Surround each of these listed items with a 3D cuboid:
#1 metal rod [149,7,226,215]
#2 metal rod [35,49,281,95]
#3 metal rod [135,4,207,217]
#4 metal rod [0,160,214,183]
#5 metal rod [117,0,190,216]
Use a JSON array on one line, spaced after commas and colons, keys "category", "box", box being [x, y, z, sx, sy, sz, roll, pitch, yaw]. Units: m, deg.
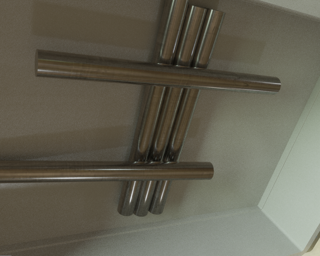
[{"category": "metal rod", "box": [0.028, -0.005, 0.418, 0.025, 0.025, 0.298, 1, 118, -29]}, {"category": "metal rod", "box": [0.022, -0.058, 0.350, 0.303, 0.025, 0.025, 0, 118, -28]}, {"category": "metal rod", "box": [0.005, -0.005, 0.407, 0.025, 0.025, 0.298, 1, 118, -29]}, {"category": "metal rod", "box": [-0.071, 0.053, 0.377, 0.302, 0.025, 0.025, 3, 117, -22]}, {"category": "metal rod", "box": [-0.015, -0.010, 0.393, 0.025, 0.025, 0.298, 0, 118, -29]}]
